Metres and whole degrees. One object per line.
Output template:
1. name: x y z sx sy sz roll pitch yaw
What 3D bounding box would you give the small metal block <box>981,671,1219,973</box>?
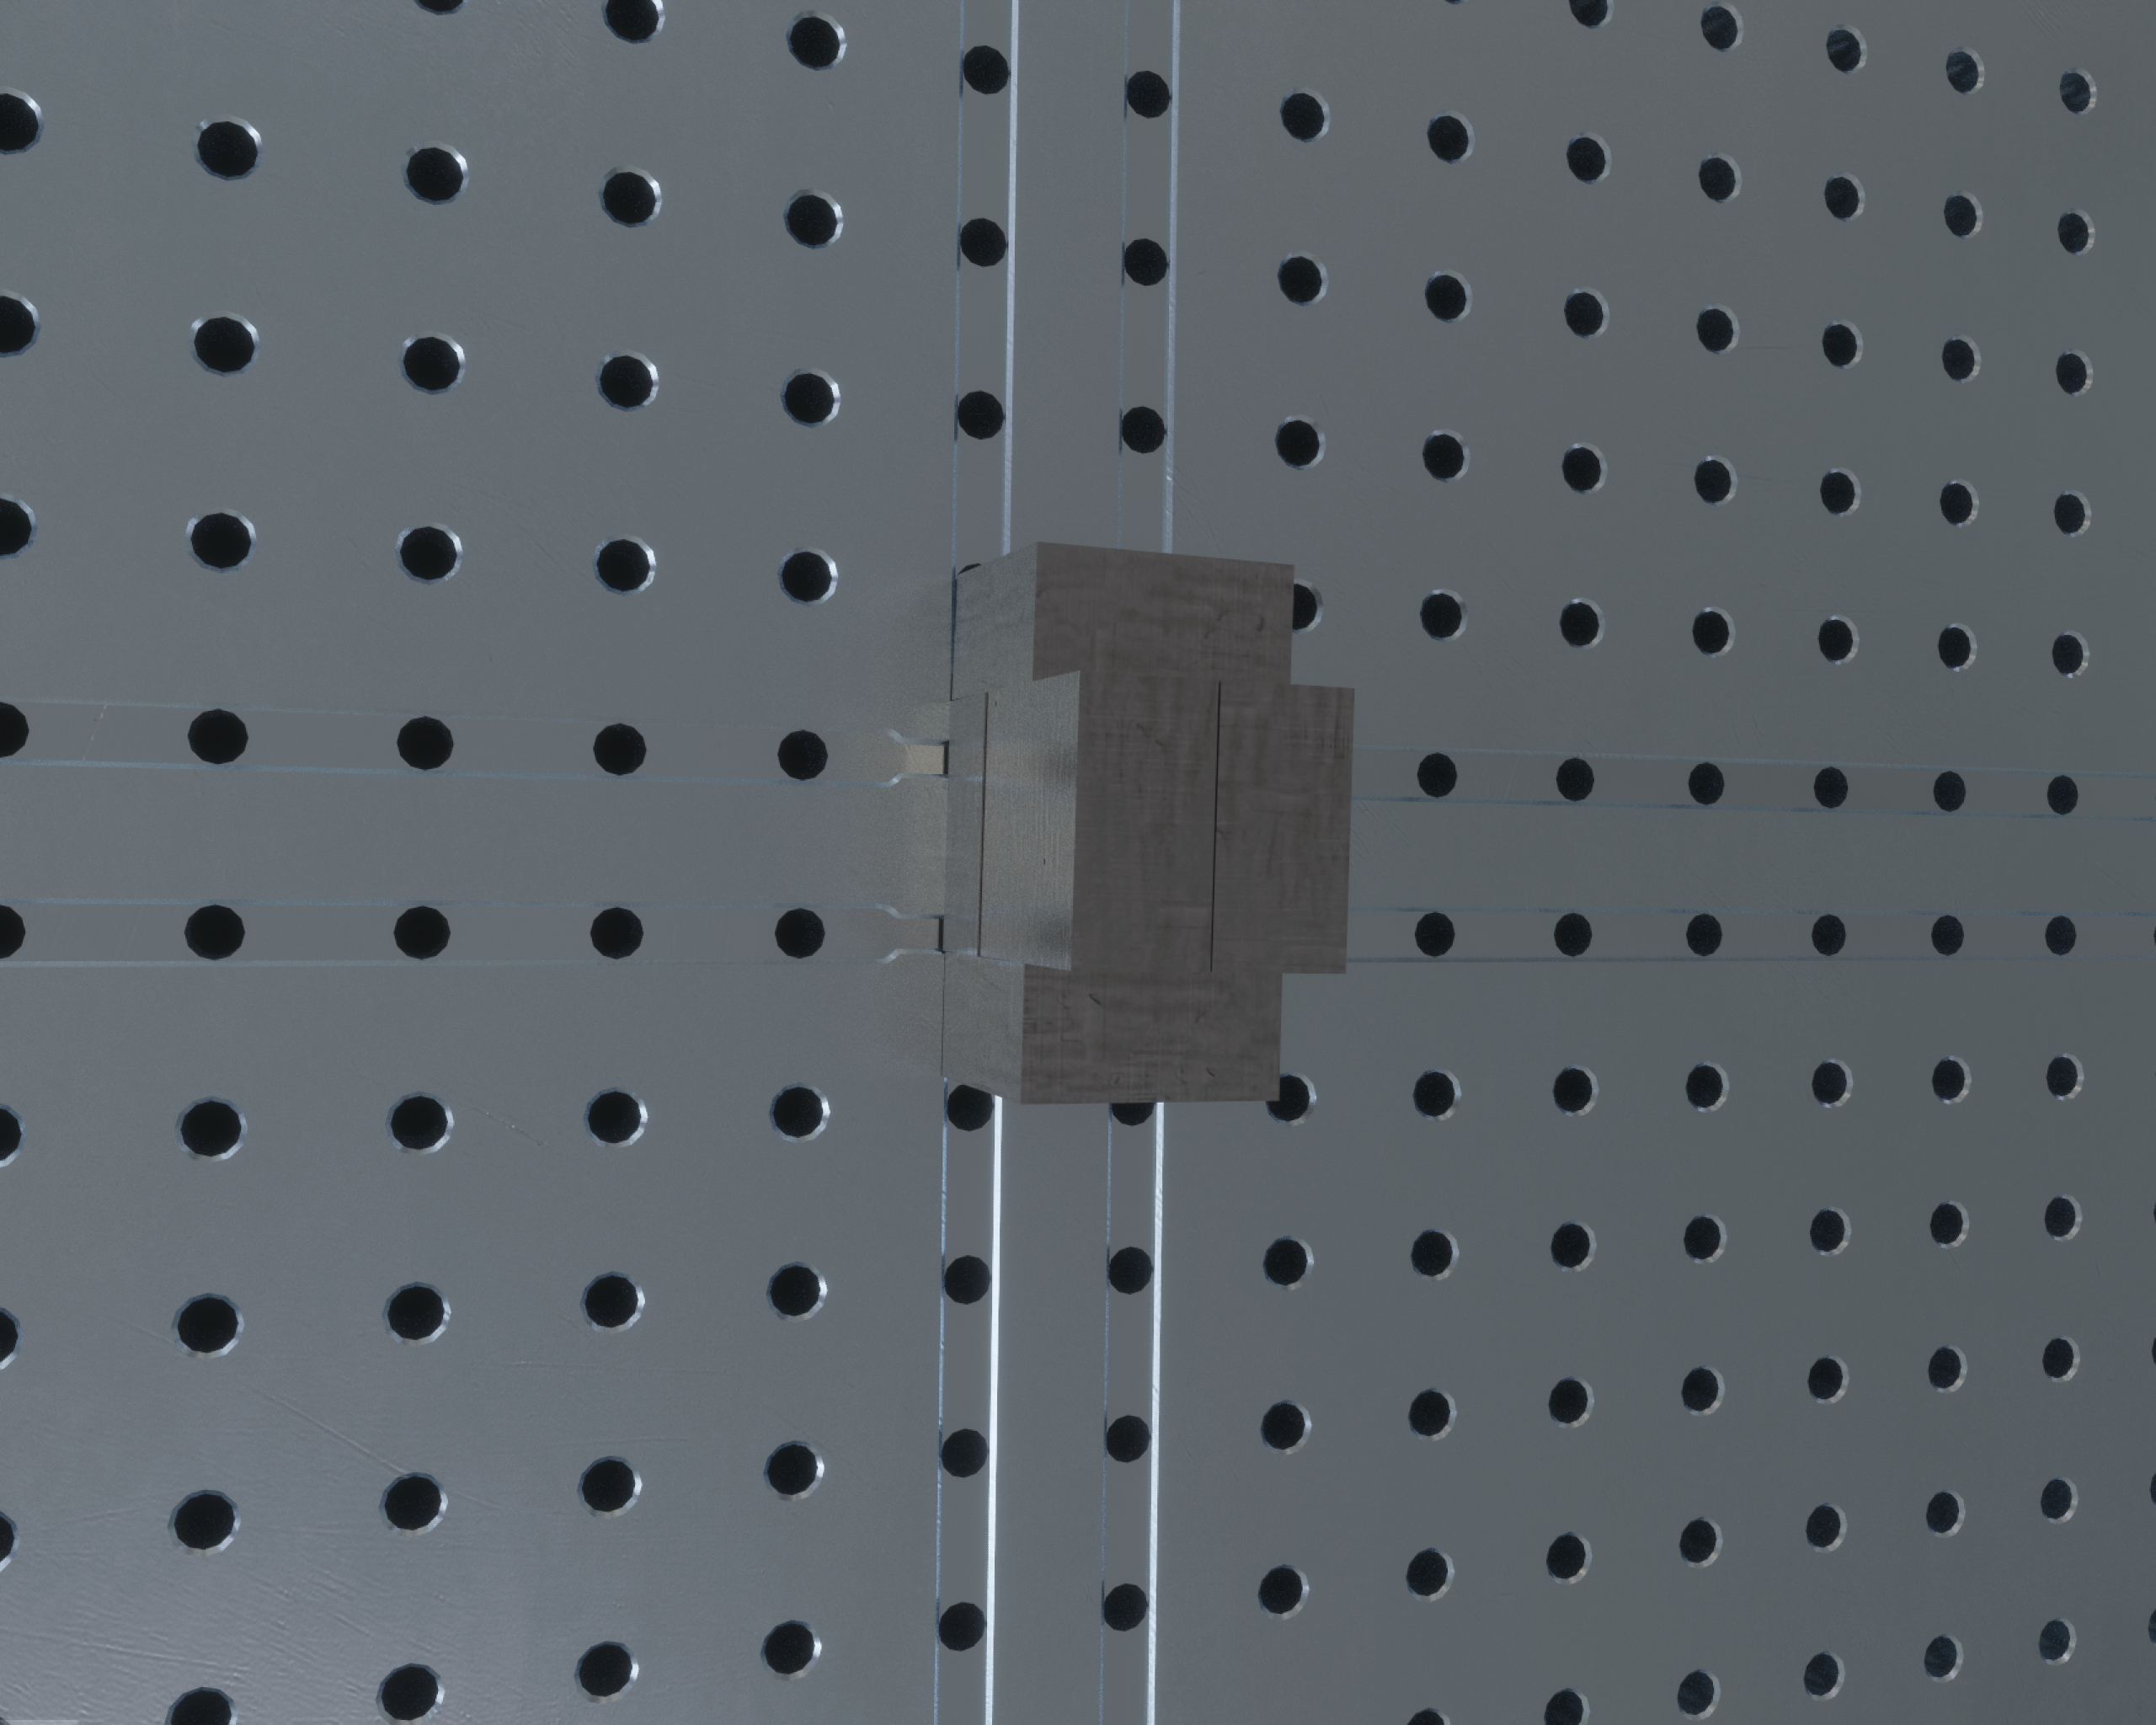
1. small metal block: 0.003 -0.007 0.373 0.025 0.050 0.050 2 90 -20

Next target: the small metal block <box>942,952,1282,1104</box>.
1. small metal block: 0.005 0.031 0.401 0.050 0.050 0.025 2 90 -20

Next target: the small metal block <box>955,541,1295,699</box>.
1. small metal block: 0.008 -0.044 0.401 0.050 0.050 0.025 2 90 -20

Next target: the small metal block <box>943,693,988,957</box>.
1. small metal block: 0.002 -0.007 0.412 0.050 0.025 0.050 2 90 -19

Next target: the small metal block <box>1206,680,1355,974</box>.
1. small metal block: 0.027 -0.006 0.382 0.025 0.050 0.050 2 89 -19
